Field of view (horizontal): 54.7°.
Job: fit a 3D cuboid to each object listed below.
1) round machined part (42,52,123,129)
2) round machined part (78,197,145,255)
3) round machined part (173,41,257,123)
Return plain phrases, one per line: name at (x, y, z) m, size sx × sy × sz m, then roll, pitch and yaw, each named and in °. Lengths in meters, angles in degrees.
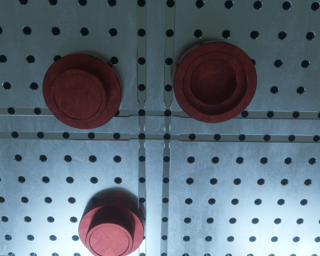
round machined part at (-0.098, -0.043, 0.387) m, size 0.099 × 0.042 × 0.097 m, roll 0°, pitch 110°, yaw -1°
round machined part at (-0.072, 0.156, 0.461) m, size 0.099 × 0.042 × 0.097 m, roll 0°, pitch 110°, yaw -1°
round machined part at (0.065, -0.058, 0.384) m, size 0.099 × 0.042 × 0.097 m, roll 0°, pitch 110°, yaw -1°
